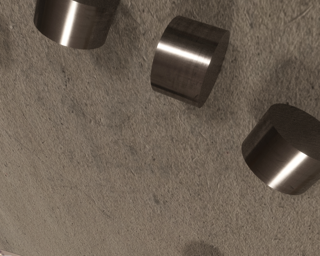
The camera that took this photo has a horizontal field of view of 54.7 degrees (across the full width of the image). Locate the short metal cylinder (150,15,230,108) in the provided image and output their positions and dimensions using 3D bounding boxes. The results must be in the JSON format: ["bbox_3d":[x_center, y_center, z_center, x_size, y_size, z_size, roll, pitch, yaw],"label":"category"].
[{"bbox_3d":[0.031,-0.066,0.313,0.050,0.080,0.079,23,127,14],"label":"short metal cylinder"}]

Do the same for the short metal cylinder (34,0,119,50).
[{"bbox_3d":[-0.091,-0.130,0.337,0.080,0.080,0.050,34,129,5],"label":"short metal cylinder"}]

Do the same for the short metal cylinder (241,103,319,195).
[{"bbox_3d":[0.132,0.020,0.314,0.080,0.080,0.050,32,128,7],"label":"short metal cylinder"}]
